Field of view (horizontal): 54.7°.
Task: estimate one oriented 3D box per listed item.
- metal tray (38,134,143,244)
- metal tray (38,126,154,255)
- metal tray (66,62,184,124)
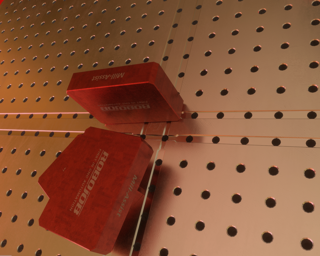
[{"bbox_3d":[-0.095,0.076,0.407,0.090,0.030,0.130,-49,52,-7],"label":"metal tray"},{"bbox_3d":[-0.073,0.067,0.362,0.090,0.030,0.130,10,67,32],"label":"metal tray"},{"bbox_3d":[-0.045,-0.042,0.414,0.130,0.090,0.030,-2,61,27],"label":"metal tray"}]
